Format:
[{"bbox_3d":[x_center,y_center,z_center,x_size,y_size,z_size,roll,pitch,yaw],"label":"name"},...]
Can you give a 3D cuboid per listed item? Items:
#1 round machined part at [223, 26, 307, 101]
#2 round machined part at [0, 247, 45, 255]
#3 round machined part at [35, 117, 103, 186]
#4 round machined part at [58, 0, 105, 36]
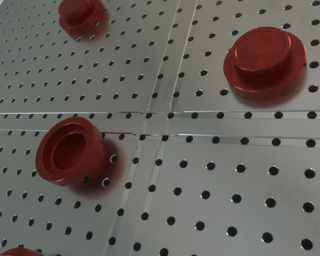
[{"bbox_3d":[0.127,-0.086,0.383,0.098,0.042,0.098,-13,56,20],"label":"round machined part"},{"bbox_3d":[-0.163,0.194,0.362,0.098,0.042,0.098,-13,56,20],"label":"round machined part"},{"bbox_3d":[-0.122,0.036,0.437,0.098,0.042,0.098,-13,56,20],"label":"round machined part"},{"bbox_3d":[-0.166,-0.239,0.628,0.098,0.042,0.098,-13,56,20],"label":"round machined part"}]
